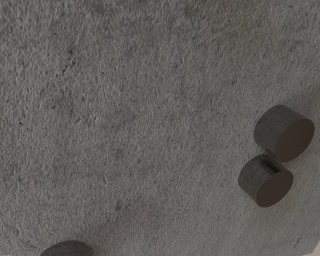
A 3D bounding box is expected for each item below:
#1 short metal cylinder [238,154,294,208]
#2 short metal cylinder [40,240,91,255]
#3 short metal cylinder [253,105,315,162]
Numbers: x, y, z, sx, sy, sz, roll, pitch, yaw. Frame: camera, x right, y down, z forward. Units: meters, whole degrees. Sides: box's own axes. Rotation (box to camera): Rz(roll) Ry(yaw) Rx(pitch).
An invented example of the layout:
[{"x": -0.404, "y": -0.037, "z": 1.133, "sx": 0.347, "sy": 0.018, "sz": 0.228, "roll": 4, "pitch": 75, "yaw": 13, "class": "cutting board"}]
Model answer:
[{"x": 0.187, "y": 0.094, "z": 0.551, "sx": 0.081, "sy": 0.050, "sz": 0.079, "roll": -14, "pitch": 124, "yaw": -21, "class": "short metal cylinder"}, {"x": -0.135, "y": 0.211, "z": 0.447, "sx": 0.081, "sy": 0.050, "sz": 0.079, "roll": -14, "pitch": 124, "yaw": -21, "class": "short metal cylinder"}, {"x": 0.202, "y": 0.009, "z": 0.506, "sx": 0.081, "sy": 0.050, "sz": 0.079, "roll": -14, "pitch": 124, "yaw": -21, "class": "short metal cylinder"}]
